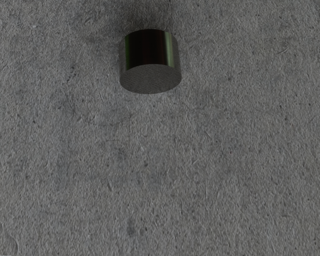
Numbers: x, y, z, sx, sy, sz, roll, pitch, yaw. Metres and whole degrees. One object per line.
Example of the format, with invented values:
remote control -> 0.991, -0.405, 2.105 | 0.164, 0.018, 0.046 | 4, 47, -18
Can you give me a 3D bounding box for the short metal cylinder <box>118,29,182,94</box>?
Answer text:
short metal cylinder -> -0.014, -0.085, 0.410 | 0.080, 0.080, 0.050 | -4, 70, -2
